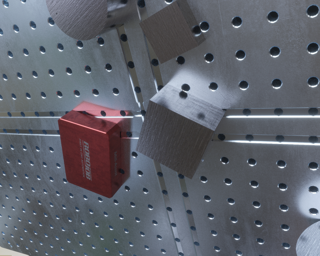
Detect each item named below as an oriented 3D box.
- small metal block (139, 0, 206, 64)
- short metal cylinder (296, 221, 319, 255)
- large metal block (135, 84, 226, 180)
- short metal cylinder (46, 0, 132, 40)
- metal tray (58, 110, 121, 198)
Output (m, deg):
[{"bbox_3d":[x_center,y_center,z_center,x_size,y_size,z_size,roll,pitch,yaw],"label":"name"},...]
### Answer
[{"bbox_3d":[0.014,-0.105,0.339,0.050,0.025,0.050,-19,109,35],"label":"small metal block"},{"bbox_3d":[0.209,0.151,0.359,0.080,0.080,0.050,-25,105,37],"label":"short metal cylinder"},{"bbox_3d":[0.024,0.004,0.385,0.080,0.050,0.079,27,128,11],"label":"large metal block"},{"bbox_3d":[-0.079,-0.145,0.348,0.080,0.050,0.079,13,124,21],"label":"short metal cylinder"},{"bbox_3d":[-0.109,0.043,0.493,0.090,0.030,0.129,16,125,18],"label":"metal tray"}]
